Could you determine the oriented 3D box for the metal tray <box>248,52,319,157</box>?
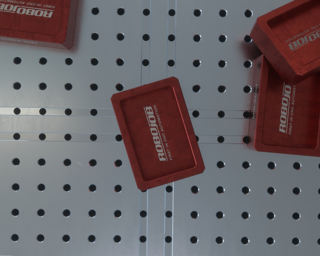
[{"bbox_3d":[0.171,-0.031,0.411,0.090,0.030,0.129,5,90,0],"label":"metal tray"}]

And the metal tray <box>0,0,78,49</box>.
[{"bbox_3d":[-0.180,-0.159,0.409,0.131,0.030,0.090,7,90,0],"label":"metal tray"}]

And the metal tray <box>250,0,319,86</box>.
[{"bbox_3d":[0.193,-0.120,0.389,0.131,0.030,0.090,-28,75,-11],"label":"metal tray"}]

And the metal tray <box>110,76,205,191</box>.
[{"bbox_3d":[-0.003,0.007,0.410,0.090,0.030,0.129,-17,90,0],"label":"metal tray"}]
